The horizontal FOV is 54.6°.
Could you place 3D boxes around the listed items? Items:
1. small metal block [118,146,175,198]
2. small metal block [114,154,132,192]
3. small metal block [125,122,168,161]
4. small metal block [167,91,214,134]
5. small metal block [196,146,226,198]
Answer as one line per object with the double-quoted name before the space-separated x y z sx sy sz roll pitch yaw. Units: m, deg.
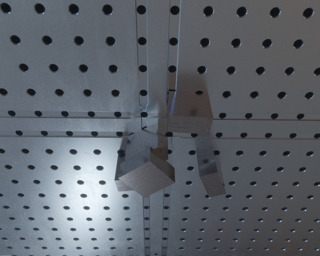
"small metal block" -0.016 0.057 0.394 0.050 0.025 0.050 -31 124 23
"small metal block" -0.036 0.062 0.448 0.050 0.050 0.025 -6 130 5
"small metal block" -0.017 0.026 0.417 0.050 0.050 0.025 -25 126 20
"small metal block" 0.035 -0.019 0.379 0.050 0.050 0.025 4 130 -3
"small metal block" 0.074 0.064 0.450 0.025 0.050 0.050 -17 128 13
